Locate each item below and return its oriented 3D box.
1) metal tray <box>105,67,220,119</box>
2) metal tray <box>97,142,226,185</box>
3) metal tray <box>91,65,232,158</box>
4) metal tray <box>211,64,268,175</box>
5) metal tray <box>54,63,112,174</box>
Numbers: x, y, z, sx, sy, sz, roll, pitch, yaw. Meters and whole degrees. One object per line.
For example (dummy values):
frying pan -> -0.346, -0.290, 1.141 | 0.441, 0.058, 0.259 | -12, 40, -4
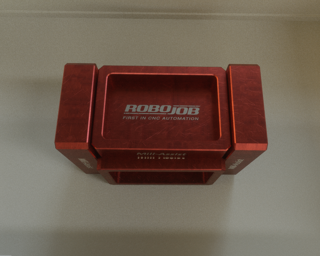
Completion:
metal tray -> 0.002, -0.041, 0.387 | 0.131, 0.090, 0.030 | 0, 71, 0
metal tray -> 0.001, 0.043, 0.356 | 0.131, 0.090, 0.030 | 0, 70, 0
metal tray -> 0.002, -0.017, 0.315 | 0.131, 0.030, 0.090 | 1, 70, 0
metal tray -> 0.083, -0.002, 0.353 | 0.030, 0.130, 0.090 | 1, 71, 0
metal tray -> -0.080, -0.003, 0.353 | 0.030, 0.130, 0.090 | 1, 71, 0
